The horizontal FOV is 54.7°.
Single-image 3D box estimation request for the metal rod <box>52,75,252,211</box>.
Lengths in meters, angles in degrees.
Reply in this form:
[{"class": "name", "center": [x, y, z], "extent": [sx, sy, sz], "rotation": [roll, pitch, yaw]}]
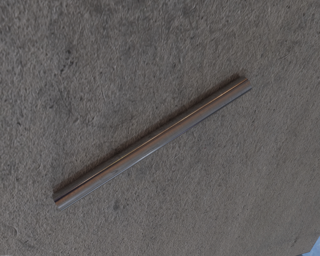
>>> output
[{"class": "metal rod", "center": [-0.005, 0.016, 0.418], "extent": [0.301, 0.025, 0.025], "rotation": [-32, 129, -8]}]
